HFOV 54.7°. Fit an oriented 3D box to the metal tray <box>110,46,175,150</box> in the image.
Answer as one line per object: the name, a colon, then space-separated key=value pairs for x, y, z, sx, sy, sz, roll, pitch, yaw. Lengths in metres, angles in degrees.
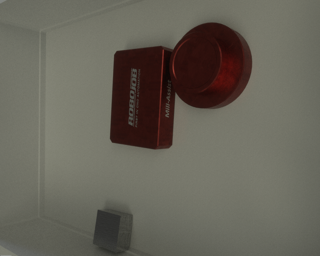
metal tray: x=-0.024 y=-0.040 z=0.422 sx=0.090 sy=0.030 sz=0.129 roll=6 pitch=94 yaw=39

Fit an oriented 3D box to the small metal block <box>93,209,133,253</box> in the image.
small metal block: x=-0.069 y=0.150 z=0.456 sx=0.050 sy=0.025 sz=0.050 roll=1 pitch=80 yaw=39

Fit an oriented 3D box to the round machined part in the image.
round machined part: x=0.050 y=-0.071 z=0.353 sx=0.098 sy=0.042 sz=0.097 roll=0 pitch=90 yaw=39
